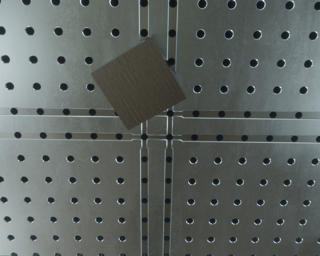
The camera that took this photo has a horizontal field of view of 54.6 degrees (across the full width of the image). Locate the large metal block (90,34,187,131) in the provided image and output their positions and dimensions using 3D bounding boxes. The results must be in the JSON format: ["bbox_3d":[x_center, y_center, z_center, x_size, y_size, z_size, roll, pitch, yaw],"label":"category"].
[{"bbox_3d":[-0.024,-0.057,0.379,0.080,0.050,0.080,-29,108,10],"label":"large metal block"}]
